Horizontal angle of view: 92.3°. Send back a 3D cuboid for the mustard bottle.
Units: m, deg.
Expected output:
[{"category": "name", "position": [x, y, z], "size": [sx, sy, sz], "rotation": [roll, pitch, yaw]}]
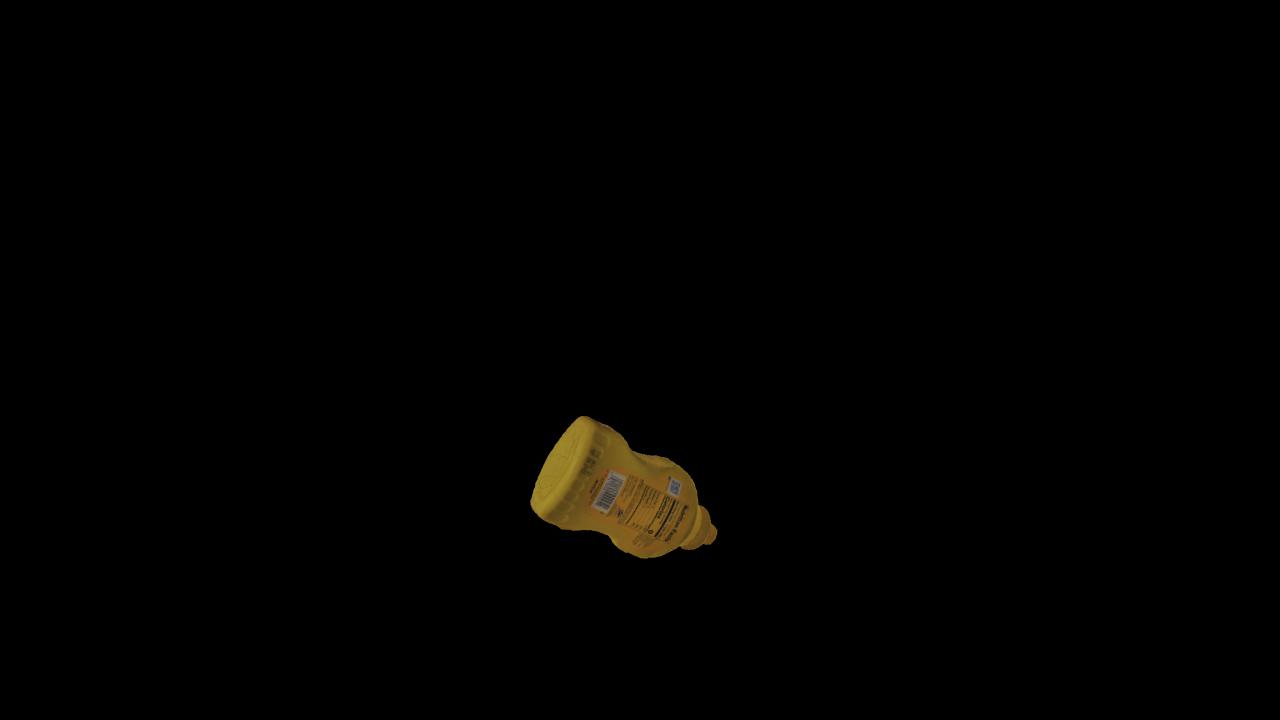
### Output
[{"category": "mustard bottle", "position": [0.002, 0.126, 0.541], "size": [0.184, 0.092, 0.054], "rotation": [32, -11, -30]}]
